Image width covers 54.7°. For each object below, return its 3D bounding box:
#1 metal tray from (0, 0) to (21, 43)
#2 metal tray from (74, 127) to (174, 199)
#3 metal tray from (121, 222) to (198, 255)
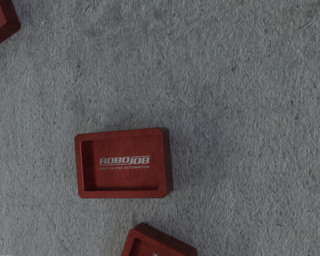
[{"bbox_3d":[-0.301,-0.175,0.512,0.130,0.030,0.090,-25,82,18],"label":"metal tray"},{"bbox_3d":[-0.051,0.048,0.424,0.130,0.030,0.089,-5,88,19],"label":"metal tray"},{"bbox_3d":[-0.014,0.205,0.411,0.090,0.030,0.129,21,97,18],"label":"metal tray"}]
